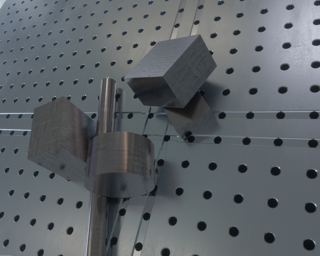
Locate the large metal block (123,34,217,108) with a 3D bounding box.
[{"bbox_3d":[0.013,-0.073,0.407,0.080,0.050,0.080,8,52,50],"label":"large metal block"}]

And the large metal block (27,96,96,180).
[{"bbox_3d":[-0.130,0.016,0.431,0.050,0.080,0.080,-20,54,17],"label":"large metal block"}]

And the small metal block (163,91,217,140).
[{"bbox_3d":[0.037,-0.021,0.402,0.050,0.025,0.050,-32,52,7],"label":"small metal block"}]

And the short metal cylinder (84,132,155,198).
[{"bbox_3d":[-0.047,0.046,0.369,0.080,0.080,0.050,-14,56,20],"label":"short metal cylinder"}]

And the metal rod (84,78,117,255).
[{"bbox_3d":[-0.078,0.055,0.415,0.025,0.025,0.299,-15,55,20],"label":"metal rod"}]
